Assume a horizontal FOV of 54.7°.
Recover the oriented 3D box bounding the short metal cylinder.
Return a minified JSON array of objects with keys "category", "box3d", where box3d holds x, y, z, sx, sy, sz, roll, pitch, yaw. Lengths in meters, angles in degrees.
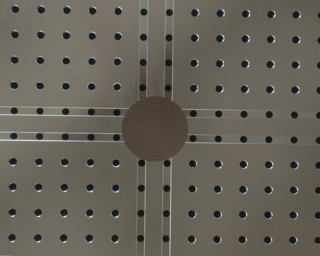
[{"category":"short metal cylinder","box3d":[-0.006,0.001,0.400,0.081,0.050,0.079,0,90,-1]}]
